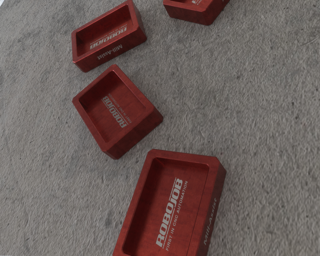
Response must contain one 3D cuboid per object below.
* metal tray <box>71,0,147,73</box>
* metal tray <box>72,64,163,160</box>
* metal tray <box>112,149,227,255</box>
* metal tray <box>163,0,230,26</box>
[{"bbox_3d":[-0.094,-0.163,0.549,0.130,0.030,0.090,-24,53,13],"label":"metal tray"},{"bbox_3d":[-0.066,-0.028,0.451,0.090,0.030,0.130,-41,51,0],"label":"metal tray"},{"bbox_3d":[0.012,0.091,0.337,0.090,0.030,0.130,5,64,30],"label":"metal tray"},{"bbox_3d":[0.077,-0.231,0.501,0.090,0.030,0.130,29,77,37],"label":"metal tray"}]
